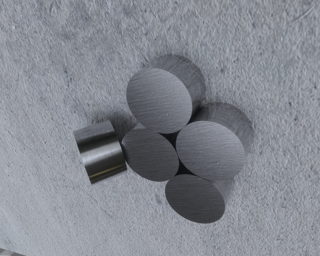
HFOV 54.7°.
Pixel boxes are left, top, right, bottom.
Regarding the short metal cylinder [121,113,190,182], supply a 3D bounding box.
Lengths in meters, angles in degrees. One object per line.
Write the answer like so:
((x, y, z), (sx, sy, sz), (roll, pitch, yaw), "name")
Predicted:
((-0.003, 0.023, 0.408), (0.080, 0.050, 0.079), (13, 124, 21), "short metal cylinder")

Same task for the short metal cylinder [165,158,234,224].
((0.054, 0.079, 0.413), (0.080, 0.050, 0.079), (13, 124, 21), "short metal cylinder")

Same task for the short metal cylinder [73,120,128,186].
((-0.083, 0.034, 0.430), (0.080, 0.050, 0.080), (161, 90, -76), "short metal cylinder")

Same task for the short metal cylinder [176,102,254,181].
((0.066, 0.015, 0.367), (0.080, 0.050, 0.079), (13, 124, 21), "short metal cylinder")

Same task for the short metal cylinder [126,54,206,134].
((0.008, -0.040, 0.363), (0.080, 0.050, 0.079), (13, 124, 21), "short metal cylinder")
